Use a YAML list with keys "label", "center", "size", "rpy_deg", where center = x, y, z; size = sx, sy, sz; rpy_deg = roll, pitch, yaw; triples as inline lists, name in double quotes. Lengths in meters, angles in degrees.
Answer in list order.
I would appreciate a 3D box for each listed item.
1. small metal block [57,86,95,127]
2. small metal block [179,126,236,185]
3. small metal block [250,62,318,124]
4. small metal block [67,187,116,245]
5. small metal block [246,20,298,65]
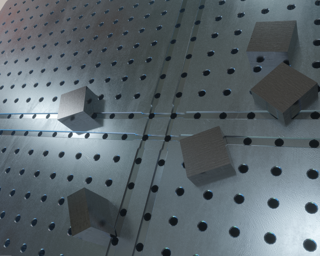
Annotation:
- label: "small metal block"
  center: [-0.135, -0.035, 0.502]
  size: [0.050, 0.025, 0.050]
  rpy_deg: [-16, 55, 19]
- label: "small metal block"
  center: [0.055, 0.032, 0.361]
  size: [0.050, 0.025, 0.050]
  rpy_deg: [-21, 54, 16]
- label: "small metal block"
  center: [0.143, -0.041, 0.359]
  size: [0.050, 0.025, 0.050]
  rpy_deg: [-41, 51, 0]
- label: "small metal block"
  center: [-0.082, 0.106, 0.371]
  size: [0.025, 0.050, 0.050]
  rpy_deg: [-29, 52, 10]
- label: "small metal block"
  center: [0.145, -0.110, 0.400]
  size: [0.050, 0.025, 0.050]
  rpy_deg: [10, 66, 32]
